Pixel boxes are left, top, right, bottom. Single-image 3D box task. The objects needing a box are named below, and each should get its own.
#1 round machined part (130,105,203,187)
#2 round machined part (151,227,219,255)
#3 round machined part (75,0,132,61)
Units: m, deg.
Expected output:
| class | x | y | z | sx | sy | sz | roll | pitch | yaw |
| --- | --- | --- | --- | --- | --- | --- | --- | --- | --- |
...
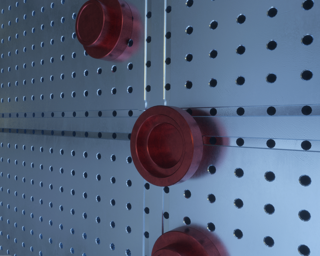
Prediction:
| class | x | y | z | sx | sy | sz | roll | pitch | yaw |
| --- | --- | --- | --- | --- | --- | --- | --- | --- | --- |
| round machined part | 0.012 | 0.021 | 0.386 | 0.098 | 0.042 | 0.097 | 0 | 90 | 39 |
| round machined part | 0.025 | 0.175 | 0.376 | 0.098 | 0.042 | 0.097 | 0 | 90 | 39 |
| round machined part | -0.091 | -0.155 | 0.471 | 0.098 | 0.042 | 0.097 | 0 | 90 | 39 |
